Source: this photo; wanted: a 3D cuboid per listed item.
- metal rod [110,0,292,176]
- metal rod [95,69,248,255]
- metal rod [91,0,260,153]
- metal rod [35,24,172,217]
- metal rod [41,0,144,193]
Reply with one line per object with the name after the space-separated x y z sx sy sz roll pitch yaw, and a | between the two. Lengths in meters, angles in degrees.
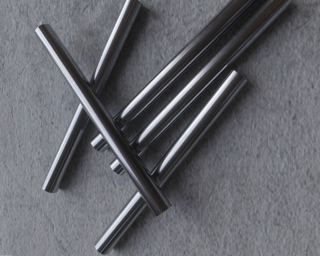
0.042 -0.048 0.393 0.299 0.025 0.025 -46 76 14 | metal rod
0.008 0.052 0.405 0.025 0.025 0.299 41 102 15 | metal rod
0.017 -0.074 0.402 0.299 0.025 0.025 -43 77 14 | metal rod
-0.080 -0.018 0.408 0.025 0.025 0.299 -38 78 16 | metal rod
-0.100 -0.041 0.442 0.025 0.025 0.298 29 99 17 | metal rod
